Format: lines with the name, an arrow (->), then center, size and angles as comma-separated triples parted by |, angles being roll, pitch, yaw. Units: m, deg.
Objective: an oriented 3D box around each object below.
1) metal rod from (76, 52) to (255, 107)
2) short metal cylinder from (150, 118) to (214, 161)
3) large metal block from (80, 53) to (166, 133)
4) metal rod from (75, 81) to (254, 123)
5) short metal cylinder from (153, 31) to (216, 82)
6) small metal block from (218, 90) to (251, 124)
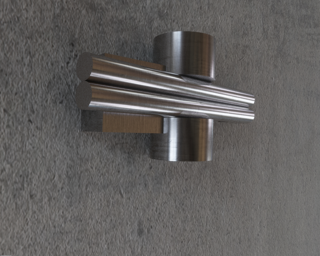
metal rod -> 0.036, -0.049, 0.378 | 0.302, 0.025, 0.025 | 2, 89, -48
short metal cylinder -> 0.028, 0.014, 0.393 | 0.081, 0.080, 0.050 | 2, 89, -40
large metal block -> -0.042, -0.035, 0.355 | 0.081, 0.050, 0.080 | 2, 89, -40
metal rod -> 0.036, -0.024, 0.378 | 0.302, 0.025, 0.025 | 2, 89, -48
short metal cylinder -> 0.031, -0.086, 0.396 | 0.081, 0.080, 0.050 | 2, 89, -40
small metal block -> 0.123, -0.033, 0.509 | 0.050, 0.025, 0.050 | 4, 88, -40
